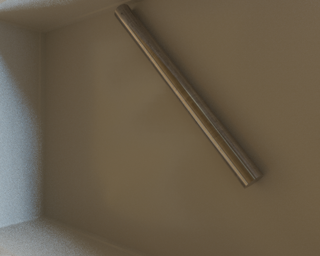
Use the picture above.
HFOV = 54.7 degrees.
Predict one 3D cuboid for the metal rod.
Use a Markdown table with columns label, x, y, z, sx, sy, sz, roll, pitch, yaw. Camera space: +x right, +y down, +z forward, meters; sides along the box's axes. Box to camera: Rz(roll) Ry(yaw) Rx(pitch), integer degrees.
| label | x | y | z | sx | sy | sz | roll | pitch | yaw |
| --- | --- | --- | --- | --- | --- | --- | --- | --- | --- |
| metal rod | 0.022 | -0.056 | 0.386 | 0.025 | 0.025 | 0.299 | -49 | 62 | 29 |
